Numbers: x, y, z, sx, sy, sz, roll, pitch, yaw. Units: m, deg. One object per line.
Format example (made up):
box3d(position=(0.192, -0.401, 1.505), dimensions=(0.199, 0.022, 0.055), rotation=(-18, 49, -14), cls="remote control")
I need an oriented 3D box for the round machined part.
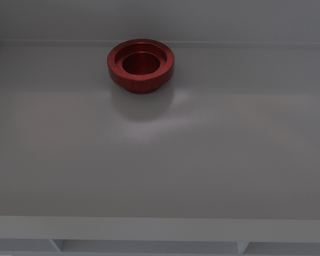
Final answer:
box3d(position=(-0.028, -0.089, 0.469), dimensions=(0.099, 0.042, 0.098), rotation=(0, 50, 0), cls="round machined part")
